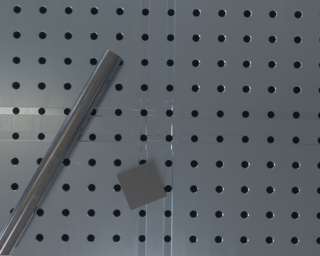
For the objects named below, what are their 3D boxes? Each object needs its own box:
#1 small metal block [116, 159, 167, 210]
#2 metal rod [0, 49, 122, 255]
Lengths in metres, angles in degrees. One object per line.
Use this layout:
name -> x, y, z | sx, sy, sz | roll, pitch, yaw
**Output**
small metal block -> -0.024, 0.074, 0.413 | 0.050, 0.025, 0.050 | -22, 90, 0
metal rod -> -0.136, 0.031, 0.412 | 0.025, 0.025, 0.299 | 30, 90, 0
